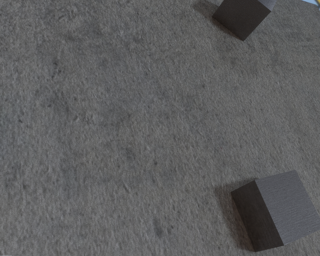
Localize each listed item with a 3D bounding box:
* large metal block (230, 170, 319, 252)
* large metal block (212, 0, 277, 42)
[{"bbox_3d":[0.153,0.107,0.407,0.081,0.050,0.080,-6,65,-31],"label":"large metal block"},{"bbox_3d":[0.162,-0.231,0.600,0.080,0.080,0.050,37,51,-4],"label":"large metal block"}]
